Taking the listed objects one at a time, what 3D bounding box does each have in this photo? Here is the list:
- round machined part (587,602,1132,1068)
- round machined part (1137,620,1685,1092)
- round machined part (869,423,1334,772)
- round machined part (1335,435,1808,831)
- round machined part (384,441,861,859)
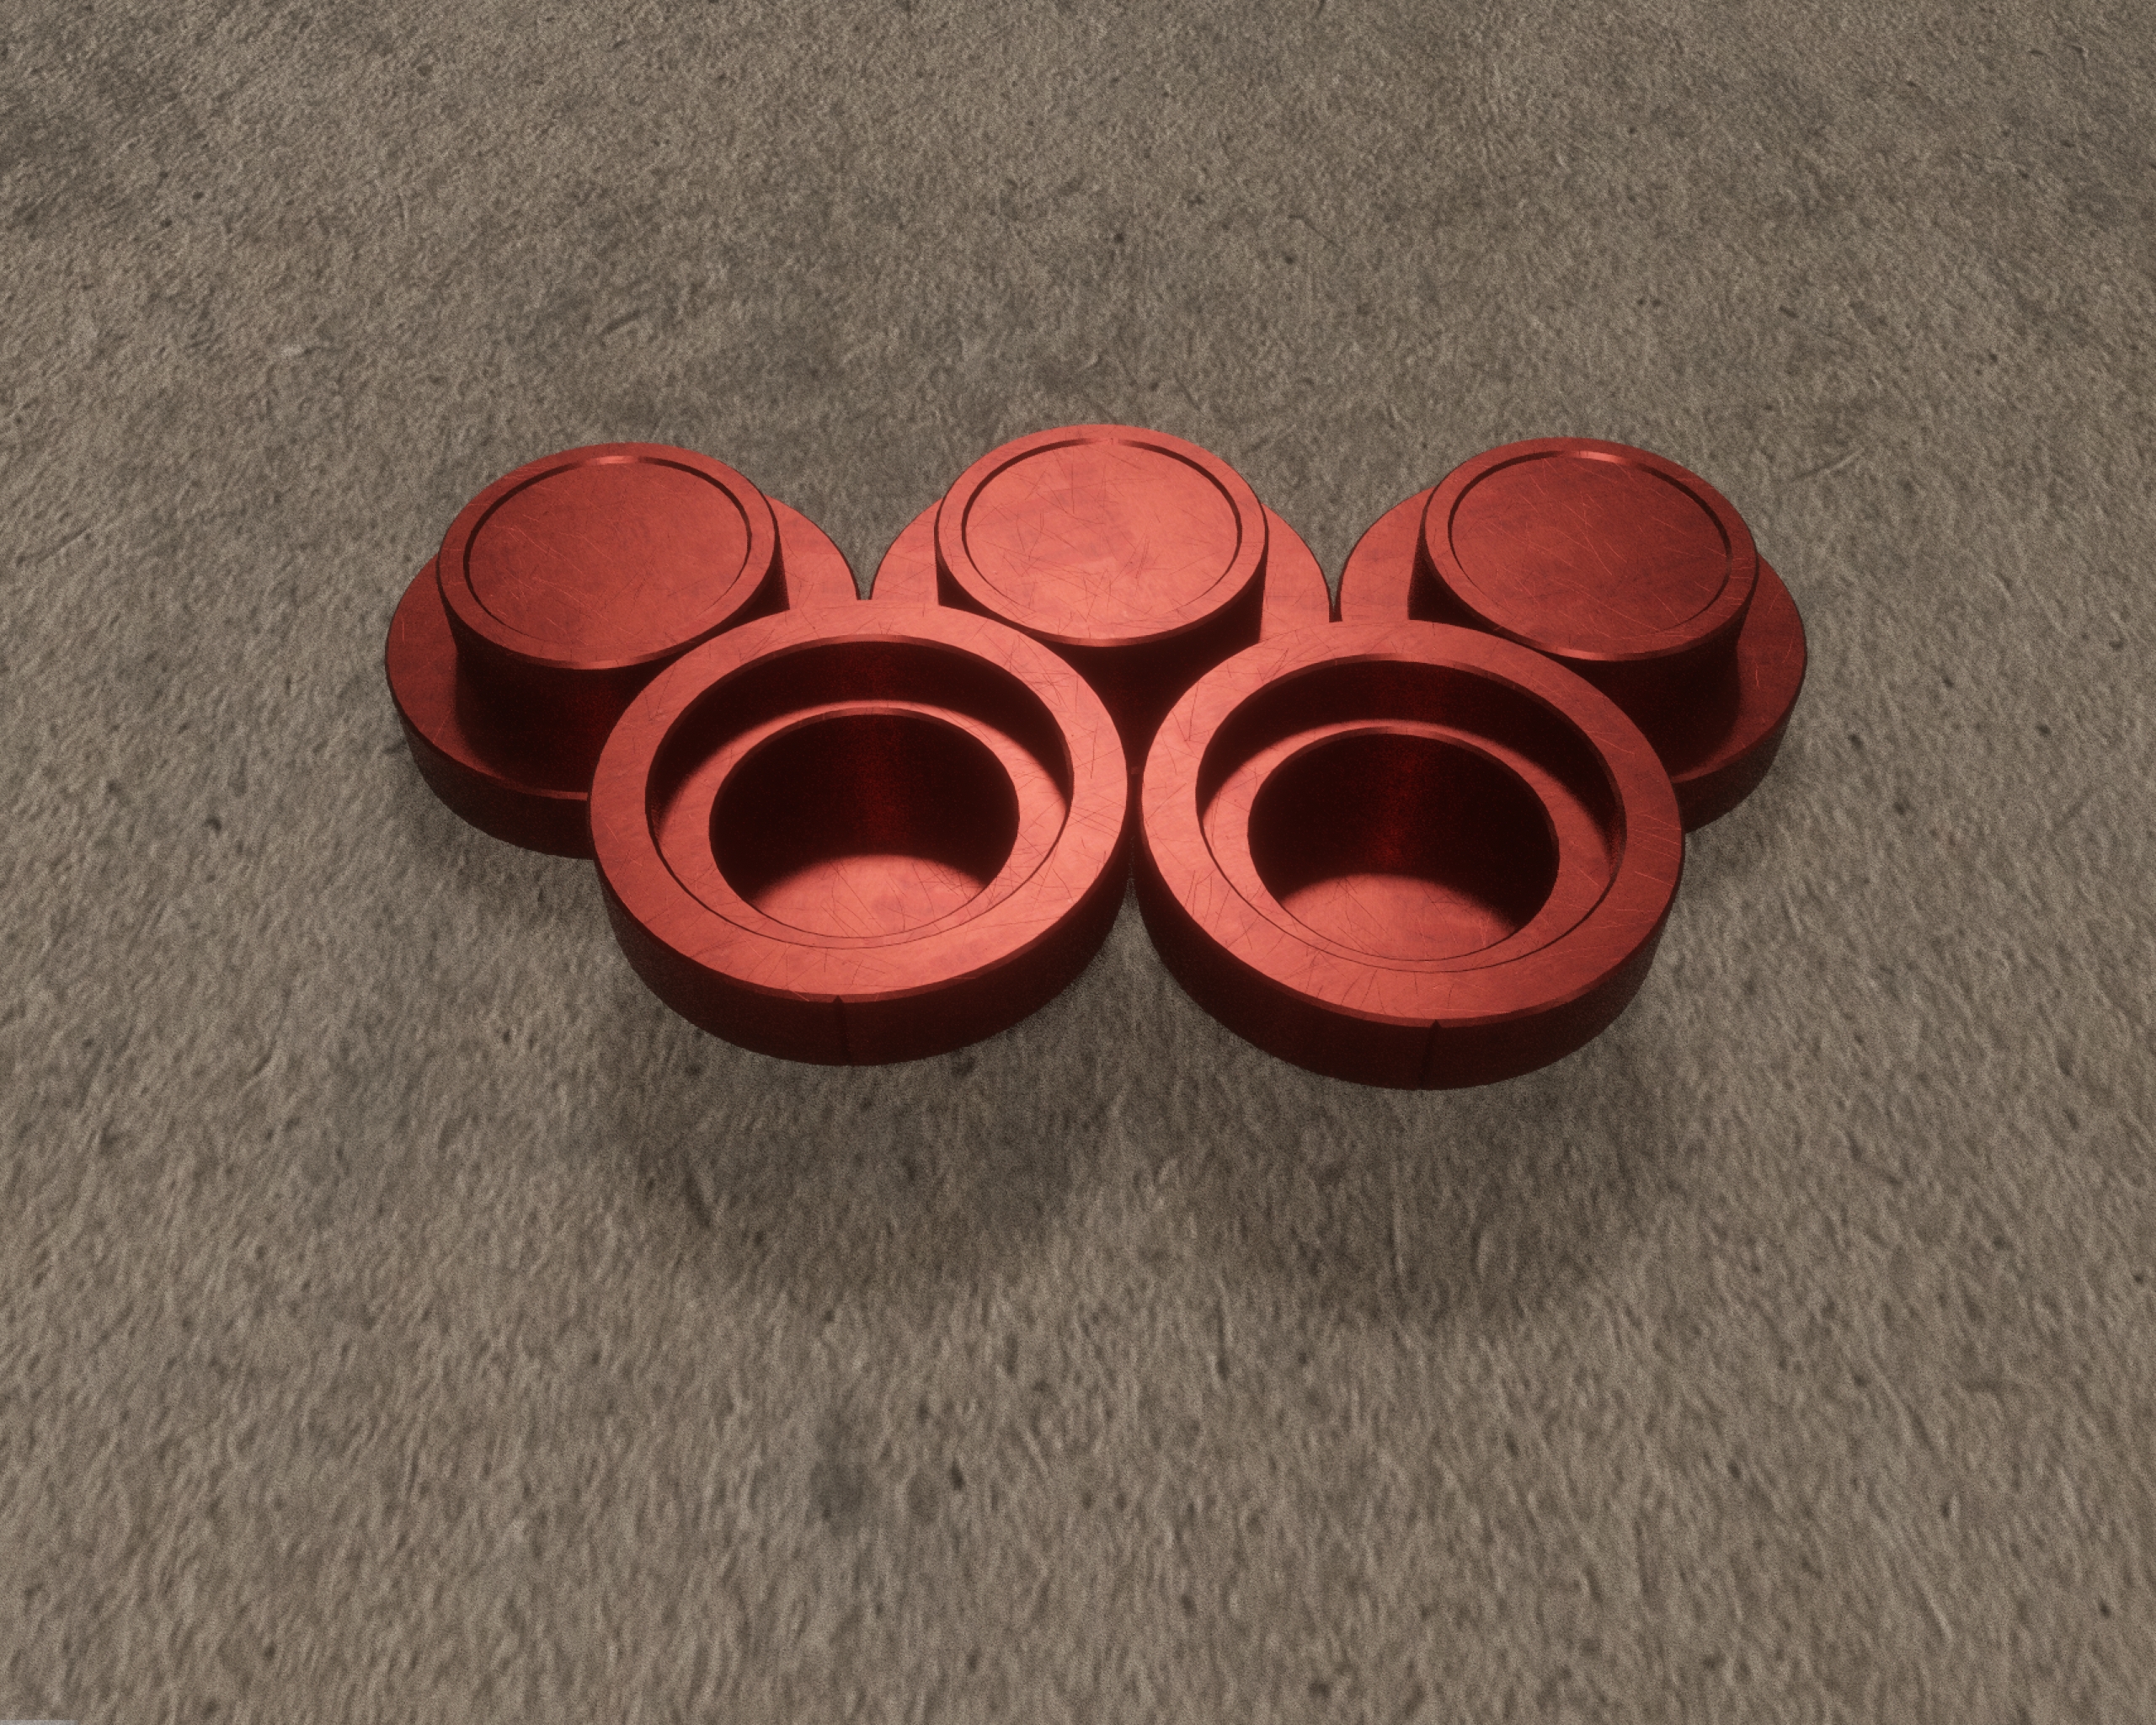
[{"bbox_3d":[-0.039,-0.001,0.394,0.099,0.042,0.098,0,50,0],"label":"round machined part"},{"bbox_3d":[0.060,0.003,0.392,0.099,0.042,0.098,0,50,0],"label":"round machined part"},{"bbox_3d":[0.005,-0.055,0.440,0.099,0.042,0.098,0,50,0],"label":"round machined part"},{"bbox_3d":[0.104,-0.052,0.439,0.099,0.042,0.098,0,50,0],"label":"round machined part"},{"bbox_3d":[-0.094,-0.051,0.435,0.099,0.042,0.098,0,50,0],"label":"round machined part"}]
